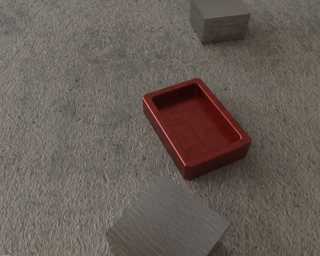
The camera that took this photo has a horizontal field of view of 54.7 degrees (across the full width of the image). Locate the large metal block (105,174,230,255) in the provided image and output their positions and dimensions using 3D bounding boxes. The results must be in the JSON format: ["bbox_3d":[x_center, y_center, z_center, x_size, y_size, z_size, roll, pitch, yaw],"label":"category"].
[{"bbox_3d":[0.008,0.106,0.298,0.080,0.050,0.080,33,57,24],"label":"large metal block"}]

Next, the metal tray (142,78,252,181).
[{"bbox_3d":[0.043,-0.005,0.404,0.091,0.030,0.130,-20,53,-16],"label":"metal tray"}]

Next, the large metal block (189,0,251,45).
[{"bbox_3d":[0.104,-0.198,0.555,0.081,0.050,0.080,-10,51,-8],"label":"large metal block"}]
